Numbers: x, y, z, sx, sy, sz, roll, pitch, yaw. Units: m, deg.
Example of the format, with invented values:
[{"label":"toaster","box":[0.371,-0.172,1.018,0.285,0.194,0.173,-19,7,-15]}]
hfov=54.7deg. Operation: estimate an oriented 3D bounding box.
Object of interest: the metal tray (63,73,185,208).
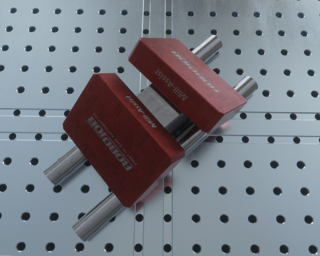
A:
[{"label":"metal tray","box":[-0.045,0.012,0.349,0.130,0.030,0.090,48,120,15]}]

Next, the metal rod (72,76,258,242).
[{"label":"metal rod","box":[0.016,0.031,0.401,0.301,0.025,0.025,-40,75,-14]}]

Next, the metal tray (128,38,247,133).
[{"label":"metal tray","box":[0.035,-0.057,0.375,0.130,0.030,0.091,45,32,14]}]

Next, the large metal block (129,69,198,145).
[{"label":"large metal block","box":[0.001,-0.016,0.388,0.080,0.080,0.050,-40,75,-13]}]

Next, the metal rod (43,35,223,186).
[{"label":"metal rod","box":[-0.027,-0.032,0.423,0.301,0.025,0.025,-41,75,-14]}]
